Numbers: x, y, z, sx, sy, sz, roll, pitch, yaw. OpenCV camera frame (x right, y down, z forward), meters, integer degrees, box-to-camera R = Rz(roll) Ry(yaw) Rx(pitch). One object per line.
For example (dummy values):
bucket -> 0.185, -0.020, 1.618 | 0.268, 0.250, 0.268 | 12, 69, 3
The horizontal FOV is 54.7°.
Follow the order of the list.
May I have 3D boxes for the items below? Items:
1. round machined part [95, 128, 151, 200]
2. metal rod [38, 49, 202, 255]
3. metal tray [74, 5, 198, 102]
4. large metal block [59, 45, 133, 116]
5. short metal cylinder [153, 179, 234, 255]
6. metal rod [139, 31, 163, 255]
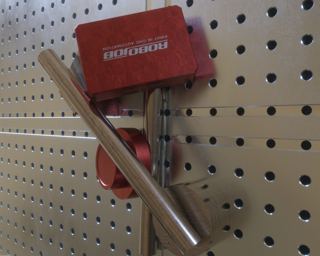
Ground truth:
round machined part -> -0.056, 0.048, 0.421 | 0.098, 0.042, 0.097 | -1, 89, 57
metal rod -> -0.059, 0.013, 0.364 | 0.300, 0.025, 0.025 | 50, 119, 19
metal tray -> -0.029, -0.091, 0.376 | 0.131, 0.030, 0.090 | -13, 79, -4
large metal block -> -0.083, -0.065, 0.441 | 0.050, 0.081, 0.080 | 49, 119, 28
short metal cylinder -> 0.038, 0.103, 0.361 | 0.080, 0.050, 0.079 | 0, 90, 39
metal rod -> -0.011, 0.020, 0.417 | 0.025, 0.025, 0.298 | 3, 92, 39
